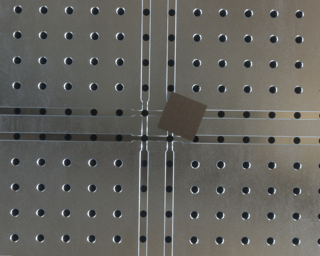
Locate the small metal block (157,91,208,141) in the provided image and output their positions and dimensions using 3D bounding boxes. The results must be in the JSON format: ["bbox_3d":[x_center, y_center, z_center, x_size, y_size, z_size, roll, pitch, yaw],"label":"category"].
[{"bbox_3d":[0.029,-0.015,0.414,0.050,0.025,0.050,22,90,0],"label":"small metal block"}]
